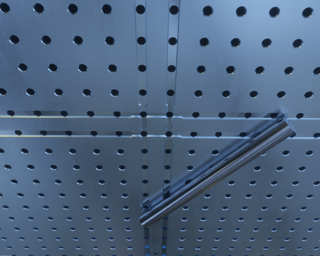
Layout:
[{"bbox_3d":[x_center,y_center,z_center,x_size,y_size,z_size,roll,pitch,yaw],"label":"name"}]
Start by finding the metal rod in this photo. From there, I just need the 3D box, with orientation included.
[{"bbox_3d":[0.073,0.081,0.481,0.025,0.025,0.299,34,122,-26],"label":"metal rod"}]
